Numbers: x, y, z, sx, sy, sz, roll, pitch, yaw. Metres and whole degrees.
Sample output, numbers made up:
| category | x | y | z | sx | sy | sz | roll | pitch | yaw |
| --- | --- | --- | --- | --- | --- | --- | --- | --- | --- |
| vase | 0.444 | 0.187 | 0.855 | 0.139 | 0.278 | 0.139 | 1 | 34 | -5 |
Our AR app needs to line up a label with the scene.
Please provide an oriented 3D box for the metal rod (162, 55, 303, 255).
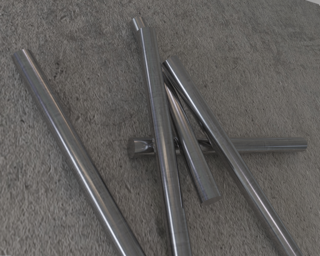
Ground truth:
| category | x | y | z | sx | sy | sz | roll | pitch | yaw |
| --- | --- | --- | --- | --- | --- | --- | --- | --- | --- |
| metal rod | 0.091 | 0.038 | 0.401 | 0.025 | 0.025 | 0.299 | -30 | 87 | -38 |

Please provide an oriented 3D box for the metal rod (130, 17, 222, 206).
| category | x | y | z | sx | sy | sz | roll | pitch | yaw |
| --- | --- | --- | --- | --- | --- | --- | --- | --- | --- |
| metal rod | 0.011 | -0.042 | 0.412 | 0.025 | 0.025 | 0.299 | -2 | 56 | -29 |

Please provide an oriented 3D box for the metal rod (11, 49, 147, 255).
| category | x | y | z | sx | sy | sz | roll | pitch | yaw |
| --- | --- | --- | --- | --- | --- | --- | --- | --- | --- |
| metal rod | -0.085 | 0.038 | 0.334 | 0.025 | 0.025 | 0.299 | -23 | 74 | -36 |

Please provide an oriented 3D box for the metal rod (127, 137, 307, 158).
| category | x | y | z | sx | sy | sz | roll | pitch | yaw |
| --- | --- | --- | --- | --- | --- | --- | --- | --- | --- |
| metal rod | 0.099 | 0.025 | 0.441 | 0.303 | 0.025 | 0.025 | 1 | 62 | -28 |

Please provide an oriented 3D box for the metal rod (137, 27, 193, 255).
| category | x | y | z | sx | sy | sz | roll | pitch | yaw |
| --- | --- | --- | --- | --- | --- | --- | --- | --- | --- |
| metal rod | 0.004 | 0.017 | 0.362 | 0.025 | 0.025 | 0.299 | 0 | 72 | -28 |
